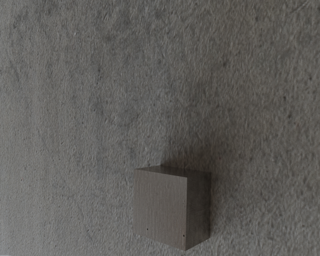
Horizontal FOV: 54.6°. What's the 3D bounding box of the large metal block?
[{"bbox_3d":[0.014,0.092,0.378,0.080,0.050,0.080,2,92,40],"label":"large metal block"}]
